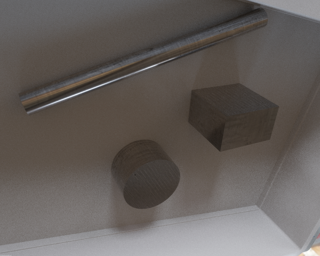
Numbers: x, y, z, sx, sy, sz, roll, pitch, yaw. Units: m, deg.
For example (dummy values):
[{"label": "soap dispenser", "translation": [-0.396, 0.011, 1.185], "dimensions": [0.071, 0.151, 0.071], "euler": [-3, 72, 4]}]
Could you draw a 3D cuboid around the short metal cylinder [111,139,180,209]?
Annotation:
[{"label": "short metal cylinder", "translation": [-0.020, 0.063, 0.422], "dimensions": [0.081, 0.050, 0.079], "euler": [-14, 125, -21]}]

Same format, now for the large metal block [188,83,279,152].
[{"label": "large metal block", "translation": [0.095, -0.018, 0.416], "dimensions": [0.081, 0.080, 0.050], "euler": [-11, 123, -23]}]

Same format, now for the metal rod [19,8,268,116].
[{"label": "metal rod", "translation": [-0.005, -0.082, 0.356], "dimensions": [0.302, 0.025, 0.025], "euler": [-23, 127, -15]}]

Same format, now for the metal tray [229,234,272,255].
[{"label": "metal tray", "translation": [0.197, 0.310, 0.710], "dimensions": [0.091, 0.030, 0.129], "euler": [-8, 122, -25]}]
